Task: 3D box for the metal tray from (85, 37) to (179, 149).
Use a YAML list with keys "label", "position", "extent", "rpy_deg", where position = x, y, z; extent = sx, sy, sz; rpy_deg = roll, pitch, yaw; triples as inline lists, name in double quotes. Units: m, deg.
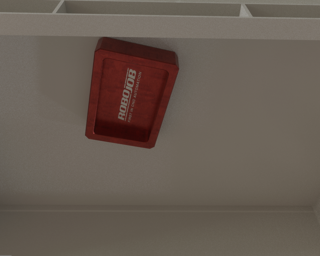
- label: "metal tray"
  position: [-0.037, -0.036, 0.374]
  extent: [0.091, 0.030, 0.129]
  rpy_deg: [10, 130, -9]
